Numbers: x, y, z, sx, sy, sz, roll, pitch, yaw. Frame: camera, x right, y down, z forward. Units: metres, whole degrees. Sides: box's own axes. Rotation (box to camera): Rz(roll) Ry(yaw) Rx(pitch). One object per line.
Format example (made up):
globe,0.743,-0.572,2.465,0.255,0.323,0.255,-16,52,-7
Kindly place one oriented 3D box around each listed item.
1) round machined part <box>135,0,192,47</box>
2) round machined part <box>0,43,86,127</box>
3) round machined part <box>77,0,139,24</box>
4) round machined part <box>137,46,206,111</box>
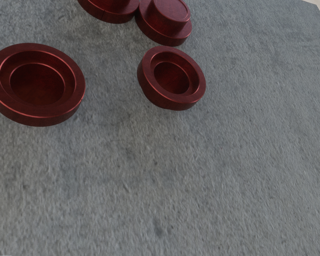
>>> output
round machined part,0.011,-0.187,0.515,0.099,0.042,0.098,14,56,-21
round machined part,-0.137,-0.044,0.346,0.099,0.042,0.098,14,56,-21
round machined part,-0.078,-0.214,0.483,0.099,0.042,0.098,14,56,-21
round machined part,0.013,-0.066,0.441,0.099,0.042,0.098,14,56,-21
